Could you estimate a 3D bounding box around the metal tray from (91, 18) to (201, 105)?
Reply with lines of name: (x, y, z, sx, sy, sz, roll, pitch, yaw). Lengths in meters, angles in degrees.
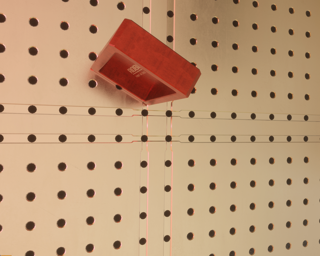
metal tray: (-0.023, -0.065, 0.348, 0.090, 0.130, 0.030, 32, 80, -17)
